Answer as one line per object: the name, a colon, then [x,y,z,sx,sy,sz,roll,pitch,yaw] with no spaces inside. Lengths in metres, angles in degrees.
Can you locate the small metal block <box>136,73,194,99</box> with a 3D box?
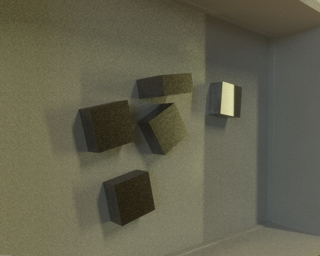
small metal block: [0.006,-0.054,0.398,0.050,0.050,0.025,-12,98,-40]

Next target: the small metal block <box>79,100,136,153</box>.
small metal block: [-0.060,-0.003,0.358,0.050,0.025,0.050,-18,101,-39]

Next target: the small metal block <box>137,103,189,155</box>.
small metal block: [0.005,0.001,0.413,0.050,0.025,0.050,-39,114,-33]

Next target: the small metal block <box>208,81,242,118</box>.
small metal block: [0.105,-0.044,0.497,0.050,0.025,0.050,8,85,-40]

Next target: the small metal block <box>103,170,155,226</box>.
small metal block: [-0.037,0.083,0.378,0.050,0.025,0.050,-16,101,-39]
